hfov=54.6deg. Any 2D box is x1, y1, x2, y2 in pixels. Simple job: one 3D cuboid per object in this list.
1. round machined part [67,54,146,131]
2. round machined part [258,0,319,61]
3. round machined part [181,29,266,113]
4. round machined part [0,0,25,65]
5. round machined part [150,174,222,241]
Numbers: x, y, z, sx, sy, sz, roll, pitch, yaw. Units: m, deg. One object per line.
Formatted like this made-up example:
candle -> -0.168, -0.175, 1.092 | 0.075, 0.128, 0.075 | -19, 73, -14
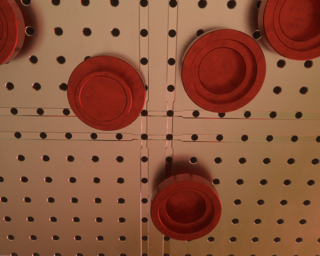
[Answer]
round machined part -> -0.067, -0.041, 0.389 | 0.099, 0.042, 0.097 | 0, 110, 0
round machined part -> 0.162, -0.130, 0.358 | 0.099, 0.042, 0.097 | 0, 110, 0
round machined part -> 0.074, -0.071, 0.379 | 0.099, 0.042, 0.097 | 0, 110, 0
round machined part -> -0.206, -0.120, 0.359 | 0.099, 0.042, 0.097 | 0, 110, 0
round machined part -> 0.036, 0.108, 0.444 | 0.099, 0.042, 0.097 | 0, 110, 0
